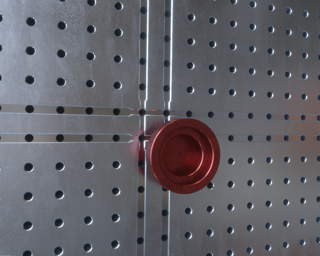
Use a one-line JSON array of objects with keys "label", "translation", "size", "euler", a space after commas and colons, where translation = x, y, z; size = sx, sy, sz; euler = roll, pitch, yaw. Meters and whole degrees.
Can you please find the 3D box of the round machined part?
[{"label": "round machined part", "translation": [0.027, 0.036, 0.415], "size": [0.099, 0.042, 0.097], "euler": [0, 90, -21]}]
